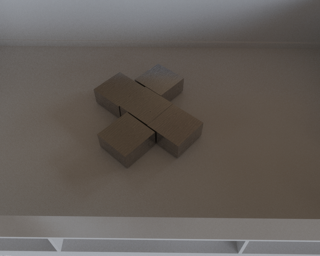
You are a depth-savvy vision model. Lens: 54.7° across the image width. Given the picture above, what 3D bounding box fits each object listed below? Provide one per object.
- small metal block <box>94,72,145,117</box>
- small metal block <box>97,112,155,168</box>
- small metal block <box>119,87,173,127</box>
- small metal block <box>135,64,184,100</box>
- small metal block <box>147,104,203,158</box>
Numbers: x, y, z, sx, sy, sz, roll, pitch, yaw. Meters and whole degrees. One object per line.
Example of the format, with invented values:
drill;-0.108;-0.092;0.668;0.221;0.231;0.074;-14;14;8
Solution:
small metal block;-0.057;-0.047;0.442;0.050;0.025;0.050;34;58;25
small metal block;-0.042;0.014;0.391;0.050;0.025;0.050;35;59;26
small metal block;-0.018;-0.023;0.420;0.050;0.025;0.050;34;58;25
small metal block;-0.001;-0.063;0.455;0.050;0.025;0.050;34;57;25
small metal block;0.020;0.003;0.400;0.050;0.025;0.050;34;58;25
